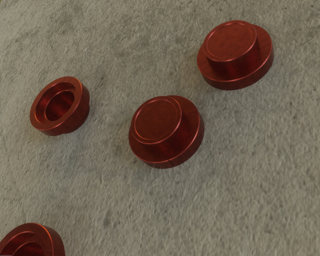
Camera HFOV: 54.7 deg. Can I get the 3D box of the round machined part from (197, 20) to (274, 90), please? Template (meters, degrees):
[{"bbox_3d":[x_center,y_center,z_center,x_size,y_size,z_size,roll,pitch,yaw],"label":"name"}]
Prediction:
[{"bbox_3d":[0.095,-0.101,0.405,0.098,0.042,0.098,-13,56,20],"label":"round machined part"}]

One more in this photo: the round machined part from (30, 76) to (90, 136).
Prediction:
[{"bbox_3d":[-0.152,-0.030,0.489,0.098,0.042,0.098,-13,56,20],"label":"round machined part"}]

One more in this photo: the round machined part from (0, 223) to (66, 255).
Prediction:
[{"bbox_3d":[-0.153,0.167,0.369,0.098,0.042,0.098,-13,56,20],"label":"round machined part"}]

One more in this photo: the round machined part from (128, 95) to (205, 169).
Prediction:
[{"bbox_3d":[0.003,-0.001,0.391,0.098,0.042,0.098,-13,56,20],"label":"round machined part"}]
